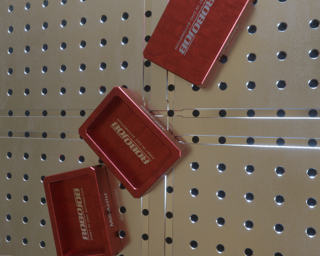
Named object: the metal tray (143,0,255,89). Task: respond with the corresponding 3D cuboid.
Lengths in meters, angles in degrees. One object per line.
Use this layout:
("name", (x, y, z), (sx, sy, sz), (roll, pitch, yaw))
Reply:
("metal tray", (0.047, -0.128, 0.393), (0.090, 0.030, 0.129), (32, 100, 17))

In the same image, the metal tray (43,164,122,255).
("metal tray", (-0.113, 0.125, 0.450), (0.090, 0.030, 0.129), (-14, 85, 19))

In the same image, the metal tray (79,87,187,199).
("metal tray", (-0.040, 0.018, 0.424), (0.130, 0.030, 0.090), (46, 104, 14))
